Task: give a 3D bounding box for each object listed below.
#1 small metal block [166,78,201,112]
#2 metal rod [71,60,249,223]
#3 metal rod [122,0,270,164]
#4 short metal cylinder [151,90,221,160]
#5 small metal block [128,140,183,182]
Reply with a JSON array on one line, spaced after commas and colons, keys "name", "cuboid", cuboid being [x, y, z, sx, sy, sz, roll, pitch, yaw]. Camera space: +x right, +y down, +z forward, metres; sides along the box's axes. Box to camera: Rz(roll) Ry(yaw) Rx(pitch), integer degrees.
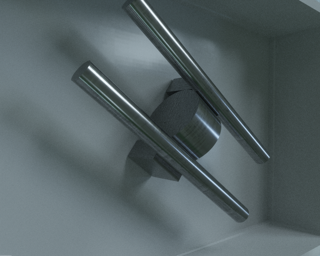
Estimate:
[{"name": "small metal block", "cuboid": [0.045, -0.045, 0.428, 0.050, 0.050, 0.025, 44, 63, -32]}, {"name": "metal rod", "cuboid": [0.021, 0.035, 0.361, 0.300, 0.025, 0.025, 43, 64, -31]}, {"name": "metal rod", "cuboid": [0.063, -0.043, 0.395, 0.300, 0.025, 0.025, 43, 64, -32]}, {"name": "short metal cylinder", "cuboid": [0.030, -0.003, 0.396, 0.050, 0.080, 0.080, 44, 63, -32]}, {"name": "small metal block", "cuboid": [-0.003, 0.041, 0.387, 0.050, 0.050, 0.025, 44, 63, -32]}]
